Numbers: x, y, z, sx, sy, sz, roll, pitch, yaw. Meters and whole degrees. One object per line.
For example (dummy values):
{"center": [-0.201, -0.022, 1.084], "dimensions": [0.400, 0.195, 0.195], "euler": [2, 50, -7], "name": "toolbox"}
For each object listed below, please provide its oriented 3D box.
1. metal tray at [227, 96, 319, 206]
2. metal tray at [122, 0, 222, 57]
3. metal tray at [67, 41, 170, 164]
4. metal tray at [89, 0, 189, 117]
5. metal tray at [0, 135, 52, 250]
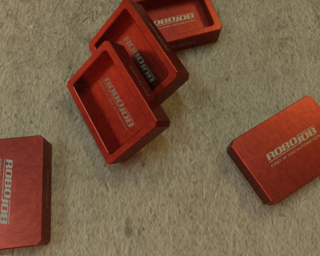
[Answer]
{"center": [0.165, 0.027, 0.398], "dimensions": [0.131, 0.030, 0.090], "euler": [-30, 73, -11], "name": "metal tray"}
{"center": [0.015, -0.160, 0.464], "dimensions": [0.131, 0.030, 0.090], "euler": [-16, 71, -6], "name": "metal tray"}
{"center": [-0.056, -0.032, 0.390], "dimensions": [0.090, 0.030, 0.130], "euler": [-39, 71, 26], "name": "metal tray"}
{"center": [-0.032, -0.090, 0.409], "dimensions": [0.090, 0.030, 0.130], "euler": [-41, 72, 29], "name": "metal tray"}
{"center": [-0.182, 0.078, 0.375], "dimensions": [0.091, 0.030, 0.129], "euler": [-6, 70, -3], "name": "metal tray"}
